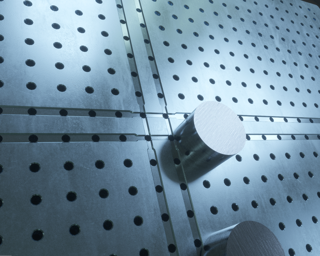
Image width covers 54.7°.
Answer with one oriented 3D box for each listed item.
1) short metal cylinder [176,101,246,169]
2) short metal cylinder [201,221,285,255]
[{"bbox_3d":[0.069,0.010,0.423,0.081,0.050,0.080,14,56,-21],"label":"short metal cylinder"},{"bbox_3d":[0.094,0.151,0.350,0.081,0.050,0.080,14,56,-21],"label":"short metal cylinder"}]
